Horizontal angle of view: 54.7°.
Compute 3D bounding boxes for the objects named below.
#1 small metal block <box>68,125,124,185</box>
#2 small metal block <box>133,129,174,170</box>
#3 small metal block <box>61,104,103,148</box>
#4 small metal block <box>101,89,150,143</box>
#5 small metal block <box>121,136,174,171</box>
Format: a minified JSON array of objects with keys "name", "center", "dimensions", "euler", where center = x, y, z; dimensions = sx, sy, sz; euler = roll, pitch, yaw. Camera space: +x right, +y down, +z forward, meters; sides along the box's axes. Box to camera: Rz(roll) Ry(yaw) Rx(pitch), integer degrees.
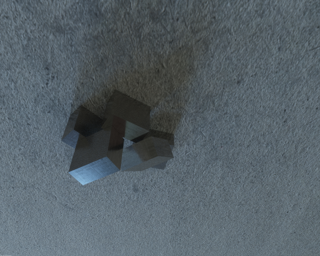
[{"name":"small metal block","center":[-0.071,0.031,0.352],"dimensions":[0.050,0.050,0.025],"euler":[-23,127,18]},{"name":"small metal block","center":[-0.012,0.029,0.433],"dimensions":[0.050,0.025,0.050],"euler":[12,129,-11]},{"name":"small metal block","center":[-0.092,0.006,0.396],"dimensions":[0.025,0.050,0.050],"euler":[-37,121,27]},{"name":"small metal block","center":[-0.040,-0.014,0.380],"dimensions":[0.050,0.050,0.025],"euler":[26,125,-21]},{"name":"small metal block","center":[-0.018,0.034,0.388],"dimensions":[0.050,0.025,0.050],"euler":[-25,164,19]}]
